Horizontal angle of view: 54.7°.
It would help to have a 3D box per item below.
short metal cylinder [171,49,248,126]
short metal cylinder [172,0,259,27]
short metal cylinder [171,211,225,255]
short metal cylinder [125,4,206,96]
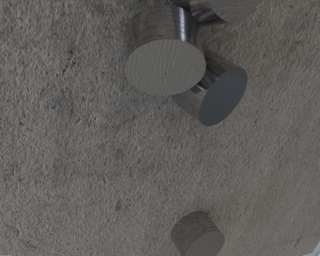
[{"bbox_3d":[0.060,-0.049,0.379,0.081,0.050,0.080,-30,142,-26],"label":"short metal cylinder"},{"bbox_3d":[0.057,-0.147,0.316,0.081,0.050,0.079,-8,105,-33],"label":"short metal cylinder"},{"bbox_3d":[0.066,0.195,0.547,0.081,0.050,0.079,-14,124,-21],"label":"short metal cylinder"},{"bbox_3d":[0.004,-0.078,0.322,0.081,0.050,0.080,-3,147,-2],"label":"short metal cylinder"}]
